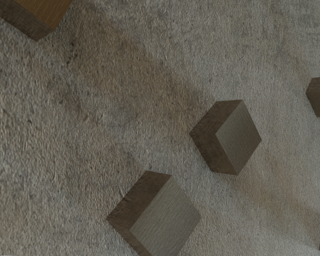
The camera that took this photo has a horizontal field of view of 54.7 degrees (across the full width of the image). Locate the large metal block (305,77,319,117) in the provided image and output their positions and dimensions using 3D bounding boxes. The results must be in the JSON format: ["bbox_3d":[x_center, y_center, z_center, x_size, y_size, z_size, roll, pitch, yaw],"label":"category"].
[{"bbox_3d":[0.387,-0.070,0.692,0.080,0.080,0.050,50,61,-29],"label":"large metal block"}]

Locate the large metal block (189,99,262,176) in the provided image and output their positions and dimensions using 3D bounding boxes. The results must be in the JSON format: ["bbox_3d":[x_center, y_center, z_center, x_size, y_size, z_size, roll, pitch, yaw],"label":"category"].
[{"bbox_3d":[0.102,0.013,0.474,0.080,0.050,0.080,-47,118,-30],"label":"large metal block"}]

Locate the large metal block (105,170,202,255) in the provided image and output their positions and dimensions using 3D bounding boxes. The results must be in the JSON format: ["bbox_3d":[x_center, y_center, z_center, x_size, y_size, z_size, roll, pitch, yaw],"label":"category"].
[{"bbox_3d":[-0.005,0.112,0.384,0.080,0.050,0.080,-49,119,-29],"label":"large metal block"}]

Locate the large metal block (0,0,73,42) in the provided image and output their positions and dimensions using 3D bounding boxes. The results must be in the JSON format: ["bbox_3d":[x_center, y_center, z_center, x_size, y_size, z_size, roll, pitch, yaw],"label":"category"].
[{"bbox_3d":[-0.123,-0.141,0.285,0.080,0.050,0.080,35,69,-35],"label":"large metal block"}]
